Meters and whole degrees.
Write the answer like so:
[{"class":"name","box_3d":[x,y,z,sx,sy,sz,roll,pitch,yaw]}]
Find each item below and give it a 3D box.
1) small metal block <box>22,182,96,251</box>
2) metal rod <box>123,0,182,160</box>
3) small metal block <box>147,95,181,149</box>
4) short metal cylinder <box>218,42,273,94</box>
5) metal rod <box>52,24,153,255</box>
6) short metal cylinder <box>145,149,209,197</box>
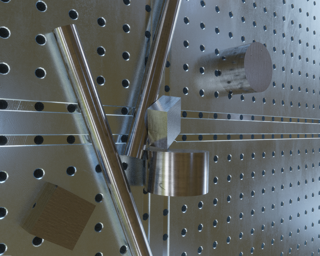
[{"class":"small metal block","box_3d":[-0.104,0.092,0.322,0.050,0.025,0.050,40,66,-33]},{"class":"metal rod","box_3d":[0.001,-0.106,0.409,0.025,0.025,0.299,22,76,-38]},{"class":"small metal block","box_3d":[0.006,-0.009,0.393,0.050,0.025,0.050,-48,142,-56]},{"class":"short metal cylinder","box_3d":[0.142,-0.097,0.511,0.081,0.050,0.079,0,90,-40]},{"class":"metal rod","box_3d":[-0.060,0.034,0.359,0.025,0.025,0.298,-27,107,-37]},{"class":"short metal cylinder","box_3d":[0.021,0.053,0.391,0.081,0.080,0.050,2,89,-40]}]
